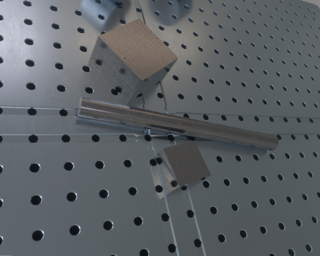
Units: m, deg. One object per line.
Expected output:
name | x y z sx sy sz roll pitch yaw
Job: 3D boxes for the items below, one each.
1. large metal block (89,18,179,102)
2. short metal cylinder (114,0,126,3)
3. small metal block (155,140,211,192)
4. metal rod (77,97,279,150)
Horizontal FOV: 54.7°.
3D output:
large metal block | -0.036 -0.095 0.431 0.080 0.050 0.080 47 51 4
short metal cylinder | -0.064 -0.248 0.490 0.050 0.080 0.080 42 51 0
small metal block | 0.029 0.048 0.394 0.050 0.025 0.050 -12 68 -33
metal rod | 0.041 -0.001 0.430 0.302 0.025 0.025 10 58 -23
